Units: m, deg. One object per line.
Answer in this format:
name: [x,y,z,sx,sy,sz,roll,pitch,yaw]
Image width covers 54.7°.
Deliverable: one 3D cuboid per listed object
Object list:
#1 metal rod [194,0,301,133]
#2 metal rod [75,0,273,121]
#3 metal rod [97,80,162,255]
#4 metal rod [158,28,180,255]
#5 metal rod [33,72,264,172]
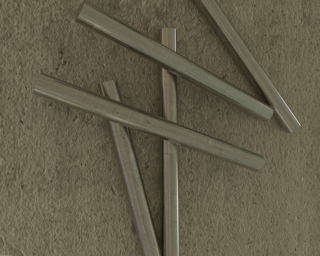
metal rod: [0.116,-0.113,0.451,0.025,0.025,0.300,-43,104,-15]
metal rod: [0.038,-0.073,0.398,0.302,0.025,0.025,23,83,-28]
metal rod: [-0.030,0.087,0.397,0.025,0.025,0.298,-16,95,-19]
metal rod: [0.012,0.020,0.413,0.025,0.025,0.298,-1,90,-20]
metal rod: [0.002,0.000,0.381,0.302,0.025,0.025,20,84,-19]
